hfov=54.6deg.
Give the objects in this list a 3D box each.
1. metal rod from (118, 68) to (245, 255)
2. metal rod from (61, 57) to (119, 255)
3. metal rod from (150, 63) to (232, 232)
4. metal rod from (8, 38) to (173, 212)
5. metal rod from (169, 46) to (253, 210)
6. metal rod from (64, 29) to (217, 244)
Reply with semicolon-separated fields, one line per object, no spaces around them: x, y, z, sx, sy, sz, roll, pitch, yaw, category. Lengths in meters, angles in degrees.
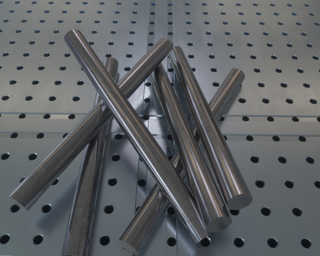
0.043;0.019;0.392;0.025;0.025;0.301;24;54;19;metal rod
-0.081;0.012;0.396;0.025;0.025;0.300;1;50;1;metal rod
0.021;-0.010;0.389;0.025;0.025;0.300;-10;43;-8;metal rod
-0.068;-0.025;0.393;0.025;0.025;0.301;24;55;19;metal rod
0.050;-0.028;0.401;0.025;0.025;0.300;-7;41;-6;metal rod
-0.035;-0.007;0.358;0.025;0.025;0.299;-27;67;-21;metal rod
